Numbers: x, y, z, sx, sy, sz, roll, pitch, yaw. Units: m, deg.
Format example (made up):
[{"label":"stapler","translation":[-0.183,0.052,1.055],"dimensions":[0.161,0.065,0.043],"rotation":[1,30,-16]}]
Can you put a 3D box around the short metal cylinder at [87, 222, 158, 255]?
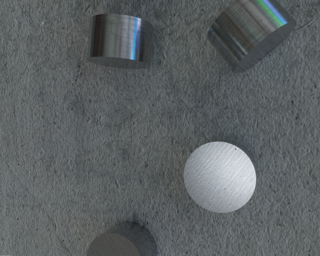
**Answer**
[{"label":"short metal cylinder","translation":[-0.050,0.172,0.413],"dimensions":[0.080,0.050,0.080],"rotation":[0,90,20]}]

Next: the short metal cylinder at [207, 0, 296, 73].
[{"label":"short metal cylinder","translation":[0.100,-0.107,0.344],"dimensions":[0.080,0.080,0.050],"rotation":[-39,78,16]}]

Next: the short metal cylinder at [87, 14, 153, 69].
[{"label":"short metal cylinder","translation":[-0.051,-0.108,0.398],"dimensions":[0.080,0.080,0.050],"rotation":[5,92,20]}]

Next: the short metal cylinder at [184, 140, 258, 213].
[{"label":"short metal cylinder","translation":[0.074,0.055,0.369],"dimensions":[0.080,0.050,0.080],"rotation":[0,90,20]}]
